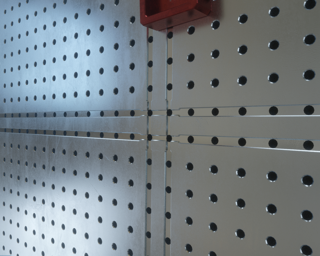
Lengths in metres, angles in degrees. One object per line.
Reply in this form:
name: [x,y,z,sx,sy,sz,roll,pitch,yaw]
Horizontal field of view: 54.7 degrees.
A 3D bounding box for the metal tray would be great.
metal tray: [0.016,-0.200,0.392,0.090,0.030,0.129,-3,88,40]
